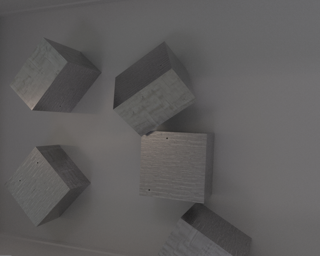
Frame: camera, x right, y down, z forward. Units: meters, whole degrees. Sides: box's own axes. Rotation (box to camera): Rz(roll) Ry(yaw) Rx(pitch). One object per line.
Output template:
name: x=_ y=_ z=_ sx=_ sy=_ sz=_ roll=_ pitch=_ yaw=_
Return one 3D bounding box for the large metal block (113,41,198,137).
large metal block: x=-0.008 y=-0.049 z=0.377 sx=0.080 sy=0.080 sz=0.050 roll=-33 pitch=122 yaw=17

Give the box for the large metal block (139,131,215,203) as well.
large metal block: x=0.022 y=0.044 z=0.389 sx=0.080 sy=0.050 sz=0.079 roll=3 pitch=91 yaw=20

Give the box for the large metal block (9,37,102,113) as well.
large metal block: x=-0.142 y=-0.069 z=0.431 sx=0.050 sy=0.080 sz=0.080 roll=45 pitch=104 yaw=14

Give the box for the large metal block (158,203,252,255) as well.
large metal block: x=0.056 y=0.138 z=0.361 sx=0.080 sy=0.080 sz=0.050 roll=33 pitch=101 yaw=17

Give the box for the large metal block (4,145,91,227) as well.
large metal block: x=-0.165 y=0.082 z=0.455 sx=0.080 sy=0.050 sz=0.080 roll=46 pitch=104 yaw=14
